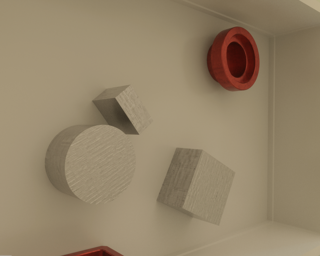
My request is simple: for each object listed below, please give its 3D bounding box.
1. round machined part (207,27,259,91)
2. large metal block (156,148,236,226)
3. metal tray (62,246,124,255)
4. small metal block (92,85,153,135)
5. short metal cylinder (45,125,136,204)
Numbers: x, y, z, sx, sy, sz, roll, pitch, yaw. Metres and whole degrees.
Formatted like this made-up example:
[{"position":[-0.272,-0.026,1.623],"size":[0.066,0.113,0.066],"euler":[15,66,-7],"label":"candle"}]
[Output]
[{"position":[0.113,-0.107,0.493],"size":[0.099,0.042,0.097],"euler":[0,90,-40],"label":"round machined part"},{"position":[0.053,0.082,0.437],"size":[0.080,0.050,0.080],"euler":[34,69,-35],"label":"large metal block"},{"position":[-0.086,0.153,0.293],"size":[0.131,0.090,0.030],"euler":[2,89,-40],"label":"metal tray"},{"position":[-0.043,-0.020,0.356],"size":[0.025,0.050,0.050],"euler":[-46,118,-30],"label":"small metal block"},{"position":[-0.073,0.036,0.330],"size":[0.081,0.050,0.079],"euler":[0,90,-40],"label":"short metal cylinder"}]
